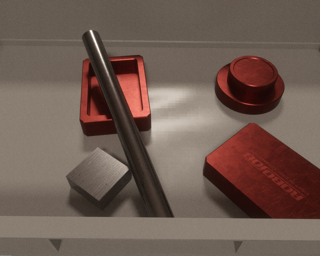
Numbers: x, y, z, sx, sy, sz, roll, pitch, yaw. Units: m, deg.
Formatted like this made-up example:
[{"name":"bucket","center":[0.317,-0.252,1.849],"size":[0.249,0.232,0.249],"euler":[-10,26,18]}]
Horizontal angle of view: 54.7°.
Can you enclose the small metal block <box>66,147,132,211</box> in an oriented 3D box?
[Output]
[{"name":"small metal block","center":[-0.069,0.057,0.356],"size":[0.050,0.025,0.050],"euler":[30,56,22]}]

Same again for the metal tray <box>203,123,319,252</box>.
[{"name":"metal tray","center":[0.126,0.060,0.353],"size":[0.091,0.030,0.130],"euler":[-34,58,-25]}]

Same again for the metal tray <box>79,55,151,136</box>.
[{"name":"metal tray","center":[-0.064,-0.051,0.443],"size":[0.091,0.030,0.130],"euler":[-5,50,-5]}]

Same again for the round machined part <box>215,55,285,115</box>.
[{"name":"round machined part","center":[0.133,-0.069,0.454],"size":[0.099,0.042,0.098],"euler":[0,50,0]}]

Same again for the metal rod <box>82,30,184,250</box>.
[{"name":"metal rod","center":[-0.043,-0.006,0.373],"size":[0.025,0.025,0.299],"euler":[-17,63,-14]}]
